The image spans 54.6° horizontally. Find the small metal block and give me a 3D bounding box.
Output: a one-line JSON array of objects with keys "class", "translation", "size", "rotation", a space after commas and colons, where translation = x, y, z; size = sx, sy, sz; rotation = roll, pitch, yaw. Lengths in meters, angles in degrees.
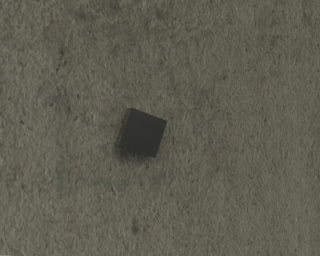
[{"class": "small metal block", "translation": [-0.025, 0.006, 0.400], "size": [0.050, 0.025, 0.050], "rotation": [20, 83, -19]}]
